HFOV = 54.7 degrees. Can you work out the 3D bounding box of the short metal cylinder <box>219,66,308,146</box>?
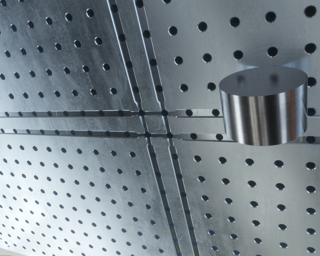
[{"bbox_3d":[0.102,-0.024,0.307,0.080,0.080,0.050,2,119,27],"label":"short metal cylinder"}]
